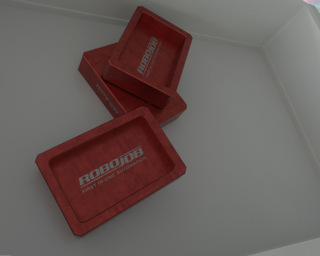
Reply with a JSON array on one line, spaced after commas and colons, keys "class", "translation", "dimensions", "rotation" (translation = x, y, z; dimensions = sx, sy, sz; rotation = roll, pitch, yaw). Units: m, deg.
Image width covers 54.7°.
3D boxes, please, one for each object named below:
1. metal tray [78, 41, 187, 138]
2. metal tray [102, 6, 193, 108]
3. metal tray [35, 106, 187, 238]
[{"class": "metal tray", "translation": [-0.036, -0.055, 0.418], "dimensions": [0.091, 0.030, 0.130], "rotation": [-31, 79, -38]}, {"class": "metal tray", "translation": [-0.012, -0.099, 0.418], "dimensions": [0.090, 0.030, 0.130], "rotation": [27, 52, -12]}, {"class": "metal tray", "translation": [-0.049, 0.042, 0.329], "dimensions": [0.131, 0.030, 0.090], "rotation": [-28, 77, -22]}]
